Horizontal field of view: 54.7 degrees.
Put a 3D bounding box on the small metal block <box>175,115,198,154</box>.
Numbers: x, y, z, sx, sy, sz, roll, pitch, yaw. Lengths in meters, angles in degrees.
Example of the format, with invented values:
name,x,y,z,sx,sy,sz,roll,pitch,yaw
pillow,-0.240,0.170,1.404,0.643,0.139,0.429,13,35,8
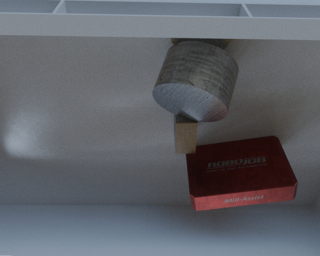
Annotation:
name,x,y,z,sx,sy,sz,roll,pitch,yaw
small metal block,0.031,-0.003,0.391,0.025,0.050,0.050,-1,130,0

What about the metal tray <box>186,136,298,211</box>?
name,x,y,z,sx,sy,sz,roll,pitch,yaw
metal tray,0.104,0.059,0.418,0.131,0.090,0.030,-8,130,6

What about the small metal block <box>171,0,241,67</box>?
name,x,y,z,sx,sy,sz,roll,pitch,yaw
small metal block,0.047,-0.101,0.324,0.050,0.025,0.050,27,125,-22

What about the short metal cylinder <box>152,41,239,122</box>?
name,x,y,z,sx,sy,sz,roll,pitch,yaw
short metal cylinder,0.038,-0.047,0.330,0.080,0.050,0.080,17,161,6

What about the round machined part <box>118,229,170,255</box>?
name,x,y,z,sx,sy,sz,roll,pitch,yaw
round machined part,-0.029,0.232,0.598,0.099,0.042,0.097,-1,130,0
